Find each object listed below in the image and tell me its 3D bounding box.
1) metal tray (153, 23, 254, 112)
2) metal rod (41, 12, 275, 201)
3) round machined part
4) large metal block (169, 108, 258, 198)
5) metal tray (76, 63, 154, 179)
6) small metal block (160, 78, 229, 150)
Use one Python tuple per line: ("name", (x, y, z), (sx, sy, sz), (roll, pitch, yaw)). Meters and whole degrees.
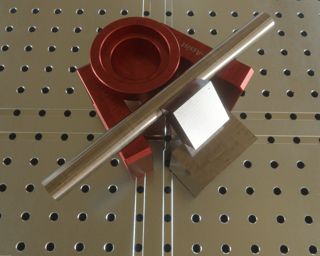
("metal tray", (0.046, -0.073, 0.403), (0.130, 0.090, 0.030), (30, 74, 10))
("metal rod", (0.010, -0.032, 0.328), (0.301, 0.025, 0.025), (-39, 75, -13))
("round machined part", (-0.027, -0.075, 0.357), (0.099, 0.042, 0.098), (0, 70, -1))
("large metal block", (0.059, 0.032, 0.368), (0.080, 0.080, 0.050), (-40, 75, -13))
("metal tray", (-0.053, -0.008, 0.379), (0.030, 0.090, 0.130), (-28, 73, -10))
("small metal block", (0.037, -0.015, 0.317), (0.050, 0.050, 0.025), (-41, 31, -14))
